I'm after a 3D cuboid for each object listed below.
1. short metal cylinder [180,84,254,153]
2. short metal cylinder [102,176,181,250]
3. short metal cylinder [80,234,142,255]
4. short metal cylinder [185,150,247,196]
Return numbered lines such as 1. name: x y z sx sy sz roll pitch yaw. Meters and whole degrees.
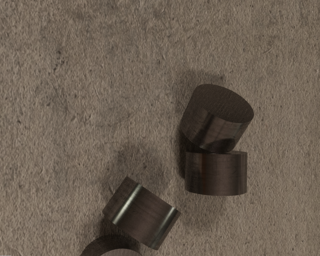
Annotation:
1. short metal cylinder: 0.073 -0.014 0.401 0.081 0.080 0.050 6 129 -20
2. short metal cylinder: -0.022 0.101 0.373 0.080 0.080 0.050 38 78 -17
3. short metal cylinder: -0.057 0.177 0.376 0.081 0.050 0.079 0 90 -21
4. short metal cylinder: 0.073 0.056 0.408 0.081 0.080 0.050 1 90 -20
